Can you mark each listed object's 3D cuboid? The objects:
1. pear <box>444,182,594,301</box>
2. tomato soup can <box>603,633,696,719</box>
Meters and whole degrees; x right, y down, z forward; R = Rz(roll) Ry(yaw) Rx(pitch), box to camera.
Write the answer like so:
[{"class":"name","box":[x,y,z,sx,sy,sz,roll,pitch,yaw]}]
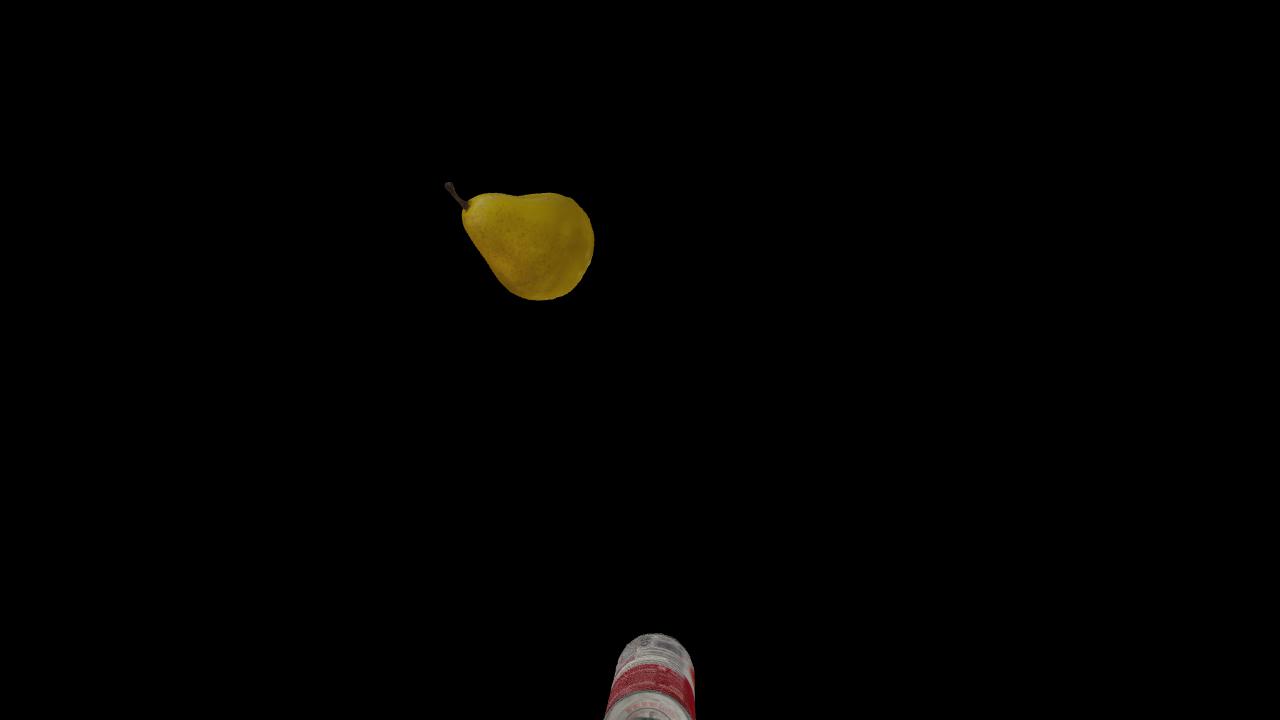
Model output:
[{"class":"pear","box":[-0.089,-0.086,0.431,0.111,0.080,0.080,11,-7,-37]},{"class":"tomato soup can","box":[0.009,0.262,0.472,0.068,0.068,0.101,0,-1,4]}]
